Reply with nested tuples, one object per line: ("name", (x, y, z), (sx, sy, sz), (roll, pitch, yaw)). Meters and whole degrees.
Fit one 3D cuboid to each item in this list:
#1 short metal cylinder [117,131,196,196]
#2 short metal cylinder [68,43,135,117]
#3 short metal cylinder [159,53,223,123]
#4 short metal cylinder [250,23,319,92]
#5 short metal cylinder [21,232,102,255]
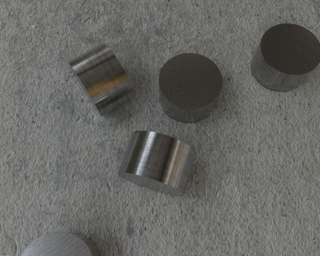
("short metal cylinder", (-0.003, 0.043, 0.363), (0.080, 0.080, 0.050), (17, 71, 6))
("short metal cylinder", (-0.075, -0.061, 0.401), (0.050, 0.080, 0.080), (-32, 73, -11))
("short metal cylinder", (0.039, -0.052, 0.414), (0.081, 0.050, 0.080), (0, 70, 0))
("short metal cylinder", (0.173, -0.097, 0.431), (0.081, 0.050, 0.080), (0, 70, 0))
("short metal cylinder", (-0.106, 0.155, 0.337), (0.081, 0.050, 0.080), (0, 70, 0))
